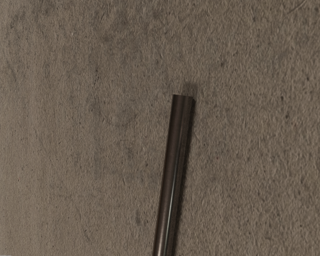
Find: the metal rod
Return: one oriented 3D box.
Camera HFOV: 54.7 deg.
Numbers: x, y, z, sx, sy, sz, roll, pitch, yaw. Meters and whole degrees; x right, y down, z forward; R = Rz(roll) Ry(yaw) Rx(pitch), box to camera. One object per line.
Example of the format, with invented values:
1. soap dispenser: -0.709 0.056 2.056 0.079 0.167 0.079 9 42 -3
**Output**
1. metal rod: 0.010 0.107 0.395 0.025 0.025 0.298 12 97 39
